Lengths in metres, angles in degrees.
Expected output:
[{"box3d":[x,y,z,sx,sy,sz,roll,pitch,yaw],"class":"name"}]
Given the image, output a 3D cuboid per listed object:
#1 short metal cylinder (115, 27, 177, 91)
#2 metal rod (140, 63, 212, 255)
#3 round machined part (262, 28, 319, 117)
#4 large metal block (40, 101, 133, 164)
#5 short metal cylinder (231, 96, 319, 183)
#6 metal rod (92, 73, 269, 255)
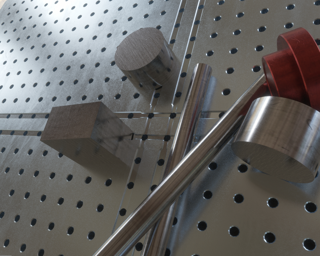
[{"box3d":[-0.021,-0.104,0.467,0.080,0.050,0.080,-13,56,21],"class":"short metal cylinder"},{"box3d":[0.019,0.050,0.367,0.025,0.025,0.300,3,63,30],"class":"metal rod"},{"box3d":[0.136,-0.048,0.318,0.042,0.098,0.098,-18,55,15],"class":"round machined part"},{"box3d":[-0.095,0.010,0.417,0.080,0.080,0.050,-4,60,26],"class":"large metal block"},{"box3d":[0.118,0.012,0.303,0.080,0.080,0.050,19,72,35],"class":"short metal cylinder"},{"box3d":[0.034,0.042,0.339,0.301,0.025,0.025,-45,51,-14],"class":"metal rod"}]
